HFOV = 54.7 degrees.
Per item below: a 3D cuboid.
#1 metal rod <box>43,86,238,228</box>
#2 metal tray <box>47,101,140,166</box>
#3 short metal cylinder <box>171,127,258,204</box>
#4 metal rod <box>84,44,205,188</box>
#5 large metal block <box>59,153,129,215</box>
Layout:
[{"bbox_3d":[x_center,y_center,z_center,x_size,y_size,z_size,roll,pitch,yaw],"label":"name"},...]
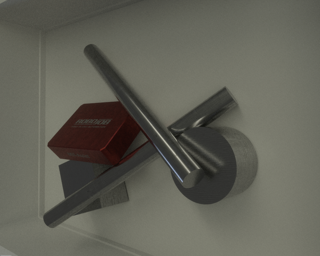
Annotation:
[{"bbox_3d":[-0.037,0.046,0.385,0.300,0.025,0.025,-35,68,19],"label":"metal rod"},{"bbox_3d":[-0.089,0.004,0.436,0.130,0.030,0.090,1,46,41],"label":"metal tray"},{"bbox_3d":[0.058,0.038,0.338,0.080,0.050,0.079,0,90,39],"label":"short metal cylinder"},{"bbox_3d":[-0.039,-0.037,0.397,0.300,0.025,0.025,50,120,42],"label":"metal rod"},{"bbox_3d":[-0.101,0.082,0.466,0.080,0.050,0.080,-24,75,37],"label":"large metal block"}]
